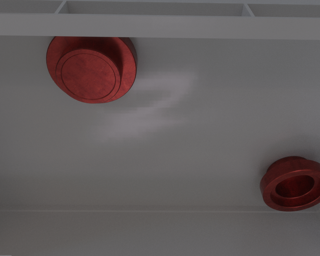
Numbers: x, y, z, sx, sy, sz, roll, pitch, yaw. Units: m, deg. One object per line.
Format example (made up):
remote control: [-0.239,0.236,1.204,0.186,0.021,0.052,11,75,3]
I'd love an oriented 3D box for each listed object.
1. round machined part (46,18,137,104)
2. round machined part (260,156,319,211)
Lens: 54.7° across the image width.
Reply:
round machined part: [-0.075,-0.066,0.341,0.099,0.042,0.097,0,130,0]
round machined part: [0.201,0.080,0.468,0.099,0.042,0.097,0,130,0]
